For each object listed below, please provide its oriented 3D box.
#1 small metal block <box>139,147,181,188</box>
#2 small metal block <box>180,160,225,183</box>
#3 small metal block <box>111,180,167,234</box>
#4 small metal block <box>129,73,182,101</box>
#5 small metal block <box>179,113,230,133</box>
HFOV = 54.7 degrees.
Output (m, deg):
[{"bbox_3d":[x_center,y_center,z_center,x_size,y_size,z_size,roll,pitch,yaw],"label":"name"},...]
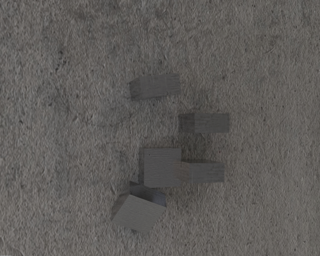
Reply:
[{"bbox_3d":[0.000,0.051,0.409,0.050,0.025,0.050,1,90,-20],"label":"small metal block"},{"bbox_3d":[0.051,0.057,0.415,0.050,0.050,0.025,2,89,-20],"label":"small metal block"},{"bbox_3d":[-0.027,0.100,0.387,0.050,0.025,0.050,24,114,-19],"label":"small metal block"},{"bbox_3d":[-0.007,-0.051,0.393,0.050,0.050,0.025,-9,94,-20],"label":"small metal block"},{"bbox_3d":[0.058,-0.006,0.417,0.050,0.050,0.025,0,90,-20],"label":"small metal block"}]
